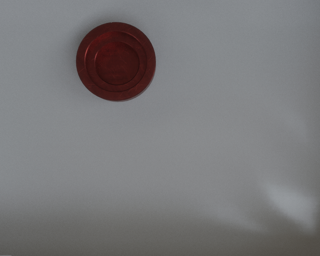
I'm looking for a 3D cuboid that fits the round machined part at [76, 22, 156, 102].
[{"bbox_3d":[-0.054,-0.082,0.402,0.099,0.042,0.097,0,90,-1],"label":"round machined part"}]
